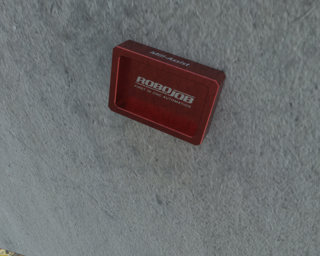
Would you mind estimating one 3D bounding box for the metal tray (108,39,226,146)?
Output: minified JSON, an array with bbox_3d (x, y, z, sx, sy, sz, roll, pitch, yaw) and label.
[{"bbox_3d":[0.003,-0.043,0.375,0.130,0.030,0.089,22,127,14],"label":"metal tray"}]
